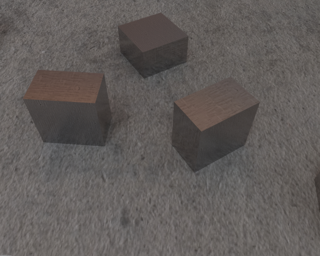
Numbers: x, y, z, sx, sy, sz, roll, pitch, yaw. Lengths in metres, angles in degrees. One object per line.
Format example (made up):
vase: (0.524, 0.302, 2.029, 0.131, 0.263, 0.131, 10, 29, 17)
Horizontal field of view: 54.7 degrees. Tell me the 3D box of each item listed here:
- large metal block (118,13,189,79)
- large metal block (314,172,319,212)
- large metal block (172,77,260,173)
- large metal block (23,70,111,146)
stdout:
large metal block: (-0.012, -0.135, 0.500, 0.081, 0.050, 0.080, -25, 55, -20)
large metal block: (0.217, 0.081, 0.322, 0.080, 0.050, 0.080, 8, 50, 6)
large metal block: (0.063, -0.003, 0.371, 0.081, 0.080, 0.050, -25, 55, -20)
large metal block: (-0.109, -0.023, 0.386, 0.080, 0.080, 0.050, 4, 50, 2)
